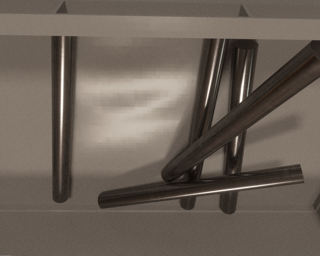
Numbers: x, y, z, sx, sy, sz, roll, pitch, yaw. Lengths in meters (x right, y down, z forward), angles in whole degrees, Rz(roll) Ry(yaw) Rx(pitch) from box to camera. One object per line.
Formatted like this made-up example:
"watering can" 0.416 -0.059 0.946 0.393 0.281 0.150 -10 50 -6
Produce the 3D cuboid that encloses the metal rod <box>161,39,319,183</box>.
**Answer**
"metal rod" 0.066 0.009 0.348 0.025 0.025 0.298 17 149 -14

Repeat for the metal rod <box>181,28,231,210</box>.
"metal rod" 0.054 0.013 0.421 0.025 0.025 0.298 2 130 -2

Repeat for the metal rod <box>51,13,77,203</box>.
"metal rod" -0.129 0.000 0.407 0.025 0.025 0.298 9 130 -8

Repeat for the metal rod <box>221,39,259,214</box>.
"metal rod" 0.105 0.023 0.430 0.025 0.025 0.298 -4 130 3

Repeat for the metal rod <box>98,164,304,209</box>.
"metal rod" 0.046 0.088 0.451 0.301 0.025 0.025 -12 130 19
